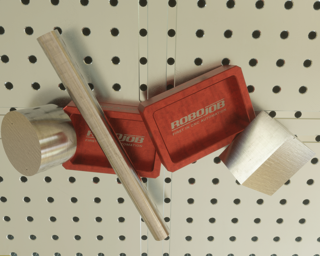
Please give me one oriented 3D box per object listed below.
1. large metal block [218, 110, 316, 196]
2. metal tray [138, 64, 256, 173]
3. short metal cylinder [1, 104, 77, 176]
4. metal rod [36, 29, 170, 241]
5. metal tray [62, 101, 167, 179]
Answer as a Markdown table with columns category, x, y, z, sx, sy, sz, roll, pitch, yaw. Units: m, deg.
| category | x | y | z | sx | sy | sz | roll | pitch | yaw |
| --- | --- | --- | --- | --- | --- | --- | --- | --- | --- |
| large metal block | 0.137 | 0.035 | 0.395 | 0.080 | 0.050 | 0.080 | 25 | 112 | -42 |
| metal tray | 0.050 | -0.013 | 0.386 | 0.131 | 0.030 | 0.090 | -25 | 109 | -9 |
| short metal cylinder | -0.150 | 0.013 | 0.384 | 0.080 | 0.050 | 0.079 | 10 | 109 | 33 |
| metal rod | -0.061 | 0.023 | 0.389 | 0.025 | 0.025 | 0.299 | -24 | 109 | 8 |
| metal tray | -0.061 | 0.016 | 0.415 | 0.131 | 0.030 | 0.089 | 6 | 110 | -3 |
